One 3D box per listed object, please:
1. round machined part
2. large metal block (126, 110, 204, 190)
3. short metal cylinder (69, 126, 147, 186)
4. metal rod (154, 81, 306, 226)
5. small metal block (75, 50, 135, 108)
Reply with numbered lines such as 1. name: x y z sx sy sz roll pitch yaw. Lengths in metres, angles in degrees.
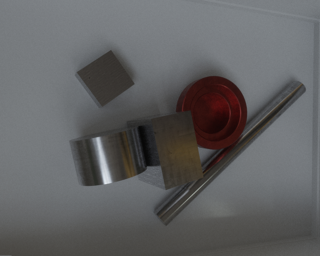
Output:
1. round machined part: 0.067 -0.020 0.428 0.099 0.042 0.097 0 90 -21
2. large metal block: 0.003 0.024 0.381 0.050 0.080 0.079 -13 95 -25
3. short metal cylinder: -0.059 0.030 0.360 0.081 0.080 0.050 -13 95 -20
4. metal rod: 0.111 0.028 0.453 0.301 0.025 0.025 -40 103 -16
5. small metal block: -0.069 -0.060 0.386 0.050 0.025 0.050 -38 103 -16
